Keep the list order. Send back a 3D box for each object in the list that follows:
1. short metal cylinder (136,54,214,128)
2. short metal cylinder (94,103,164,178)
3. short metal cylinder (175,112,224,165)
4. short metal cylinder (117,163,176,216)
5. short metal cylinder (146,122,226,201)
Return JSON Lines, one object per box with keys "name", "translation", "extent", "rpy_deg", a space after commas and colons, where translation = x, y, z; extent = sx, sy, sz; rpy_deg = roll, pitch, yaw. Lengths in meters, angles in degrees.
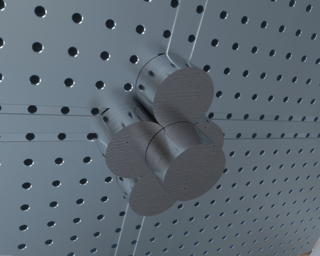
{"name": "short metal cylinder", "translation": [0.018, -0.044, 0.377], "extent": [0.081, 0.050, 0.079], "rpy_deg": [-14, 125, -22]}
{"name": "short metal cylinder", "translation": [-0.036, 0.015, 0.385], "extent": [0.081, 0.050, 0.079], "rpy_deg": [-14, 124, -21]}
{"name": "short metal cylinder", "translation": [0.040, 0.016, 0.426], "extent": [0.081, 0.050, 0.079], "rpy_deg": [-14, 124, -21]}
{"name": "short metal cylinder", "translation": [-0.014, 0.075, 0.433], "extent": [0.081, 0.050, 0.079], "rpy_deg": [-13, 122, -22]}
{"name": "short metal cylinder", "translation": [0.030, 0.040, 0.370], "extent": [0.081, 0.050, 0.079], "rpy_deg": [-14, 124, -21]}
